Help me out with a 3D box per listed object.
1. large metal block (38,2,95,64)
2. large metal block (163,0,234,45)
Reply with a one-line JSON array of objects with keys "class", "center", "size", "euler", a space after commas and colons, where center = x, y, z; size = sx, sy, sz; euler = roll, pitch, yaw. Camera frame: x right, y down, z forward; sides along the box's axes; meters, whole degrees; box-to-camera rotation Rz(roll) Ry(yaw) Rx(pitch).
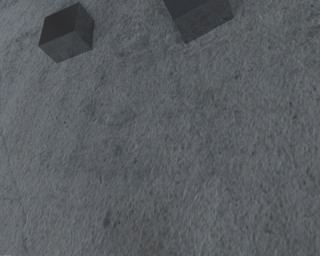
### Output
[{"class": "large metal block", "center": [-0.175, -0.180, 0.587], "size": [0.080, 0.050, 0.080], "euler": [-15, 56, 19]}, {"class": "large metal block", "center": [0.054, -0.188, 0.474], "size": [0.080, 0.050, 0.080], "euler": [-27, 53, 11]}]
